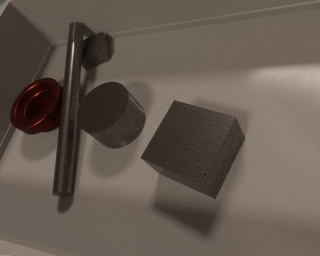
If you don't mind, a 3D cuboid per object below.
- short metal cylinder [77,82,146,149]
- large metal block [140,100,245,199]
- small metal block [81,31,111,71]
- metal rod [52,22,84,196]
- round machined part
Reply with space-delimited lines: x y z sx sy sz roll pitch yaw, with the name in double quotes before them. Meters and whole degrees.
"short metal cylinder" -0.067 -0.018 0.434 0.080 0.050 0.080 -13 56 20
"large metal block" 0.039 0.023 0.354 0.080 0.050 0.080 19 72 35
"small metal block" -0.116 -0.136 0.548 0.050 0.025 0.050 -19 55 17
"metal rod" -0.140 -0.045 0.484 0.025 0.025 0.299 -14 62 20
"round machined part" -0.194 -0.032 0.513 0.098 0.042 0.098 -13 56 20
